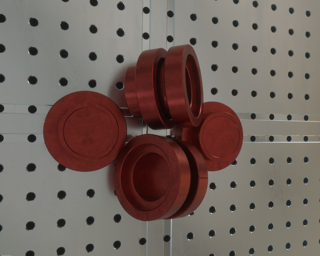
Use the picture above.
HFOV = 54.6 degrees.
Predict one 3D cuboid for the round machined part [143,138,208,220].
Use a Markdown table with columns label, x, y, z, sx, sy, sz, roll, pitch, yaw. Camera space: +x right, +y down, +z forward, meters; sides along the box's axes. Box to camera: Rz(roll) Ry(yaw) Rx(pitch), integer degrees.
| label | x | y | z | sx | sy | sz | roll | pitch | yaw |
| --- | --- | --- | --- | --- | --- | --- | --- | --- | --- |
| round machined part | 0.018 | 0.063 | 0.390 | 0.042 | 0.098 | 0.098 | 14 | 85 | -51 |

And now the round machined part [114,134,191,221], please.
| label | x | y | z | sx | sy | sz | roll | pitch | yaw |
| --- | --- | --- | --- | --- | --- | --- | --- | --- | --- |
| round machined part | -0.005 | 0.058 | 0.367 | 0.042 | 0.098 | 0.098 | 13 | 85 | -52 |

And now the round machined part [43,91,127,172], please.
| label | x | y | z | sx | sy | sz | roll | pitch | yaw |
| --- | --- | --- | --- | --- | --- | --- | --- | --- | --- |
| round machined part | -0.087 | 0.004 | 0.371 | 0.099 | 0.042 | 0.097 | 0 | 90 | -20 |

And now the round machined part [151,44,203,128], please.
| label | x | y | z | sx | sy | sz | roll | pitch | yaw |
| --- | --- | --- | --- | --- | --- | --- | --- | --- | --- |
| round machined part | 0.021 | -0.048 | 0.374 | 0.042 | 0.098 | 0.097 | -5 | 92 | 20 |

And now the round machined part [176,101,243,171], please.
| label | x | y | z | sx | sy | sz | roll | pitch | yaw |
| --- | --- | --- | --- | --- | --- | --- | --- | --- | --- |
| round machined part | 0.075 | 0.012 | 0.431 | 0.099 | 0.042 | 0.097 | 0 | 90 | -20 |

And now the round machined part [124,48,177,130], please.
| label | x | y | z | sx | sy | sz | roll | pitch | yaw |
| --- | --- | --- | --- | --- | --- | --- | --- | --- | --- |
| round machined part | -0.011 | -0.046 | 0.382 | 0.042 | 0.098 | 0.097 | -5 | 92 | 20 |
